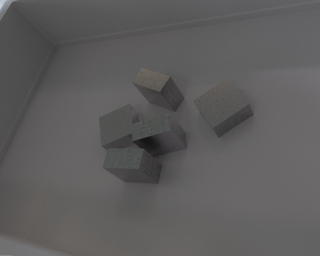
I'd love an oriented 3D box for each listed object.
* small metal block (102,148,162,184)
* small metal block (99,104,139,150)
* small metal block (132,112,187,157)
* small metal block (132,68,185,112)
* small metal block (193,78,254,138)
[{"bbox_3d":[-0.033,0.047,0.378,0.050,0.050,0.025,-2,61,27],"label":"small metal block"},{"bbox_3d":[-0.056,0.001,0.434,0.050,0.025,0.050,-23,53,14],"label":"small metal block"},{"bbox_3d":[0.000,0.010,0.384,0.050,0.050,0.025,-16,55,19],"label":"small metal block"},{"bbox_3d":[-0.002,-0.051,0.422,0.050,0.050,0.025,23,75,36],"label":"small metal block"},{"bbox_3d":[0.077,-0.025,0.380,0.050,0.025,0.050,-34,51,5],"label":"small metal block"}]
